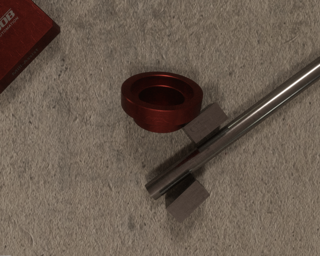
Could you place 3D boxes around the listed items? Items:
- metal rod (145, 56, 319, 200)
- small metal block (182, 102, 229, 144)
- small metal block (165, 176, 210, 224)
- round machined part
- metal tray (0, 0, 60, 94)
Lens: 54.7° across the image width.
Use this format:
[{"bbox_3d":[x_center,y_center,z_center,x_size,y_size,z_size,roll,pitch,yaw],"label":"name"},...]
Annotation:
[{"bbox_3d":[0.108,-0.004,0.411,0.301,0.025,0.025,-36,90,-1],"label":"metal rod"},{"bbox_3d":[0.055,-0.007,0.398,0.050,0.050,0.025,-38,91,0],"label":"small metal block"},{"bbox_3d":[0.034,0.089,0.398,0.050,0.050,0.025,-44,91,0],"label":"small metal block"},{"bbox_3d":[0.002,-0.030,0.383,0.099,0.098,0.042,5,125,-1],"label":"round machined part"},{"bbox_3d":[-0.210,-0.117,0.405,0.090,0.030,0.130,44,90,-1],"label":"metal tray"}]
